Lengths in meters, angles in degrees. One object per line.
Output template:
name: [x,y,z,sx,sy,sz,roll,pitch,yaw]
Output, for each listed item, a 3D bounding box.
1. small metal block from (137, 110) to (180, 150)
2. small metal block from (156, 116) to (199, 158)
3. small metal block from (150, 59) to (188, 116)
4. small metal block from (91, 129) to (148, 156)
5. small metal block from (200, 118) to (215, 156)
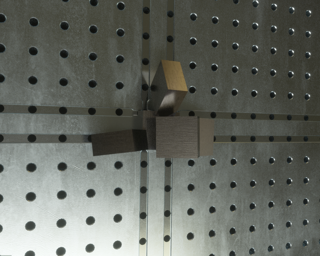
small metal block: [-0.003,0.003,0.412,0.050,0.025,0.050,3,89,-20]
small metal block: [0.023,0.011,0.382,0.050,0.025,0.050,0,90,13]
small metal block: [0.010,-0.049,0.392,0.025,0.050,0.050,3,53,-19]
small metal block: [-0.047,0.017,0.371,0.050,0.050,0.025,-7,87,15]
small metal block: [0.049,0.012,0.419,0.050,0.025,0.050,4,88,-51]
